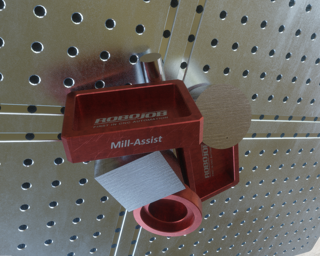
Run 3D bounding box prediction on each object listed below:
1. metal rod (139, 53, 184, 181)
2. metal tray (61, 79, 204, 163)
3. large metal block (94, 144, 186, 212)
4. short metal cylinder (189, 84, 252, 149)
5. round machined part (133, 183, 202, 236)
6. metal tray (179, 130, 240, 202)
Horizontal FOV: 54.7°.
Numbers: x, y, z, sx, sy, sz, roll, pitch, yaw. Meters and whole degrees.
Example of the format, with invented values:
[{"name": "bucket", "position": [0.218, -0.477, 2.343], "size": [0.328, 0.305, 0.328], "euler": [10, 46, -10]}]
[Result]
[{"name": "metal rod", "position": [0.015, 0.038, 0.438], "size": [0.025, 0.025, 0.298], "euler": [-23, 127, -15]}, {"name": "metal tray", "position": [-0.030, -0.012, 0.322], "size": [0.131, 0.090, 0.030], "euler": [-8, 125, -8]}, {"name": "large metal block", "position": [-0.024, 0.050, 0.384], "size": [0.080, 0.050, 0.080], "euler": [-25, 130, 9]}, {"name": "short metal cylinder", "position": [0.069, -0.016, 0.399], "size": [0.081, 0.050, 0.079], "euler": [-1, 95, -17]}, {"name": "round machined part", "position": [0.012, 0.112, 0.454], "size": [0.099, 0.042, 0.097], "euler": [4, 128, 5]}, {"name": "metal tray", "position": [0.075, 0.051, 0.476], "size": [0.091, 0.030, 0.129], "euler": [-23, 127, -15]}]
